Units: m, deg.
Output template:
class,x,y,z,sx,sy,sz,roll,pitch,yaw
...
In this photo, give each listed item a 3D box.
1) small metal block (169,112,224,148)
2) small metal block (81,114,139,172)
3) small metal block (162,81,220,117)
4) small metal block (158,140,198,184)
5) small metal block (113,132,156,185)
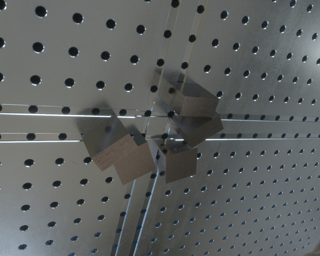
class,x,y,z,sx,sy,sz,roll,pitch,yaw
small metal block,0.048,-0.007,0.416,0.050,0.050,0.025,-30,129,-9
small metal block,-0.061,0.016,0.371,0.050,0.050,0.025,-34,129,-6
small metal block,0.038,-0.037,0.392,0.050,0.050,0.025,2,118,-29
small metal block,0.026,0.048,0.454,0.050,0.025,0.050,-14,124,-21
small metal block,-0.038,0.041,0.415,0.050,0.025,0.050,-25,128,-13
